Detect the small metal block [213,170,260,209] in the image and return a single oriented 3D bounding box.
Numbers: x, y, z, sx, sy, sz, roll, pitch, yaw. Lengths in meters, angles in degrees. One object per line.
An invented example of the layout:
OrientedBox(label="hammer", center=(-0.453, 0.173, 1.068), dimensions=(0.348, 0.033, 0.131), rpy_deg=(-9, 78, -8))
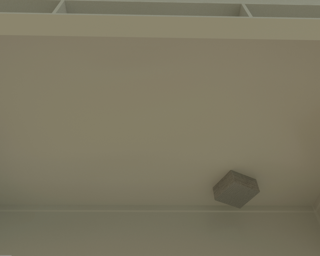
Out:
OrientedBox(label="small metal block", center=(0.121, 0.099, 0.495), dimensions=(0.050, 0.025, 0.050), rpy_deg=(22, 127, -18))
